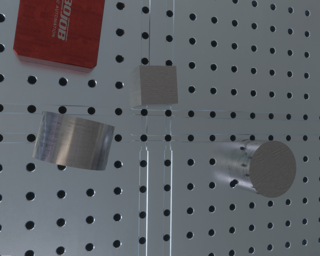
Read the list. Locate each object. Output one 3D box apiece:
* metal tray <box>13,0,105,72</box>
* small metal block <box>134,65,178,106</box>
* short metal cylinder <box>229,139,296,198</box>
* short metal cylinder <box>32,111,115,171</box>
[{"bbox_3d":[-0.115,-0.139,0.367,0.091,0.030,0.129,8,88,-20],"label":"metal tray"},{"bbox_3d":[-0.005,-0.056,0.411,0.050,0.025,0.050,-3,91,-20],"label":"small metal block"},{"bbox_3d":[0.150,0.057,0.455,0.081,0.050,0.079,0,90,-20],"label":"short metal cylinder"},{"bbox_3d":[-0.096,0.015,0.348,0.081,0.080,0.050,13,86,-20],"label":"short metal cylinder"}]
